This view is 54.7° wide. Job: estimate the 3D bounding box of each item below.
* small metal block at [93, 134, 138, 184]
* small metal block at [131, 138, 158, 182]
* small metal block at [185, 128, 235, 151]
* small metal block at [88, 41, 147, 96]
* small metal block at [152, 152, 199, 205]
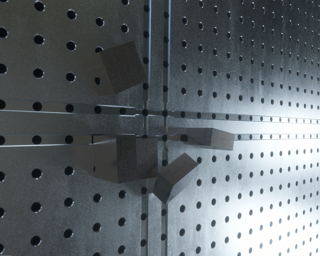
[{"bbox_3d":[-0.051,0.033,0.351,0.025,0.050,0.050,-4,93,-40],"label":"small metal block"},{"bbox_3d":[-0.030,0.038,0.386,0.050,0.025,0.050,-2,91,-40],"label":"small metal block"},{"bbox_3d":[0.073,0.016,0.457,0.050,0.050,0.025,14,82,-40],"label":"small metal block"},{"bbox_3d":[-0.049,-0.071,0.369,0.050,0.025,0.050,-31,110,-36],"label":"small metal block"},{"bbox_3d":[0.020,0.067,0.411,0.050,0.025,0.050,-33,153,-35],"label":"small metal block"}]
